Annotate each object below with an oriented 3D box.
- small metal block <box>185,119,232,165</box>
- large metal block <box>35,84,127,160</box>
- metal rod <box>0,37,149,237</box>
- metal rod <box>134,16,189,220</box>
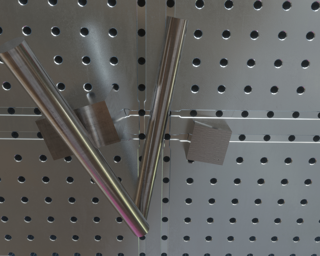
[{"bbox_3d":[0.065,0.019,0.422,0.050,0.025,0.050,10,110,-4],"label":"small metal block"},{"bbox_3d":[-0.090,-0.010,0.379,0.080,0.080,0.050,-16,110,5],"label":"large metal block"},{"bbox_3d":[-0.074,0.038,0.344,0.025,0.025,0.299,-19,130,6],"label":"metal rod"},{"bbox_3d":[-0.006,0.008,0.416,0.025,0.025,0.298,10,110,-4],"label":"metal rod"}]
